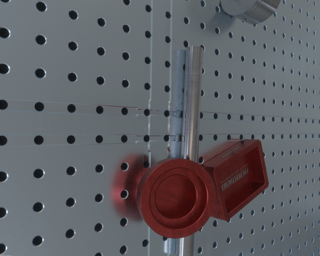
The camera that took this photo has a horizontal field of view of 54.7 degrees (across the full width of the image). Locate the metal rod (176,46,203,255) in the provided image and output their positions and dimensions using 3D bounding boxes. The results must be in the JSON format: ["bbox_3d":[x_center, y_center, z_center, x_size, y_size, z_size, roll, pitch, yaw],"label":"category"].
[{"bbox_3d":[0.043,0.033,0.444,0.025,0.025,0.298,5,87,-40],"label":"metal rod"}]

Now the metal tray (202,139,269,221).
[{"bbox_3d":[0.126,0.081,0.511,0.131,0.030,0.089,-24,105,-37],"label":"metal tray"}]

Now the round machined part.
[{"bbox_3d":[0.018,0.086,0.399,0.099,0.042,0.097,0,89,-18],"label":"round machined part"}]

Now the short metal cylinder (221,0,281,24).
[{"bbox_3d":[0.144,-0.213,0.494,0.050,0.080,0.080,5,87,-40],"label":"short metal cylinder"}]
